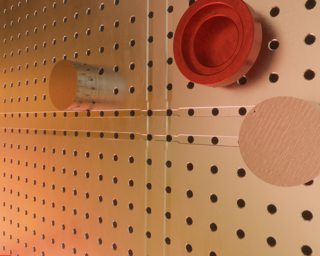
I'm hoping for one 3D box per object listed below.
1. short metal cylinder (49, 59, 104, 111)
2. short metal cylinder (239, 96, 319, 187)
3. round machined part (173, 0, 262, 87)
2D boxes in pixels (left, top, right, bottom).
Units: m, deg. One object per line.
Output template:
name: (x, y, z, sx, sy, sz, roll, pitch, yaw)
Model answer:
short metal cylinder: (-0.137, -0.068, 0.507, 0.080, 0.050, 0.080, 0, 90, 40)
short metal cylinder: (0.123, 0.012, 0.292, 0.080, 0.050, 0.080, 0, 90, 40)
round machined part: (0.066, -0.094, 0.344, 0.098, 0.042, 0.097, 0, 90, 40)
